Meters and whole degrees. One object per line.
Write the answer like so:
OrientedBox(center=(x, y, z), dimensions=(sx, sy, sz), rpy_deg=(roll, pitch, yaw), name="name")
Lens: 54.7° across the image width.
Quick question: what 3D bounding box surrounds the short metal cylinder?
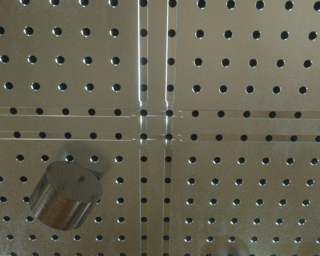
OrientedBox(center=(-0.125, 0.089, 0.416), dimensions=(0.080, 0.080, 0.050), rpy_deg=(31, 107, -11), name="short metal cylinder")
